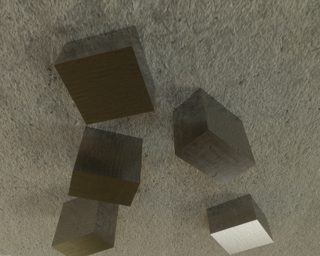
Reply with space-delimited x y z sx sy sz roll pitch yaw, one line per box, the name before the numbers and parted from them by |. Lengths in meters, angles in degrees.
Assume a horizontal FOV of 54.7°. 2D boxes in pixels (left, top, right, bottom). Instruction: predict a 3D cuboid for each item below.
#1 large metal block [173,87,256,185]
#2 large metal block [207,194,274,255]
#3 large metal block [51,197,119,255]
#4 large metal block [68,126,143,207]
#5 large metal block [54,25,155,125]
large metal block | 0.063 0.010 0.380 0.080 0.080 0.050 34 122 -26
large metal block | 0.138 0.168 0.535 0.080 0.050 0.080 -25 126 20
large metal block | -0.118 0.156 0.502 0.080 0.080 0.050 -24 126 19
large metal block | -0.070 0.050 0.413 0.081 0.080 0.050 13 129 -11
large metal block | -0.055 -0.057 0.342 0.080 0.050 0.080 -11 129 9
